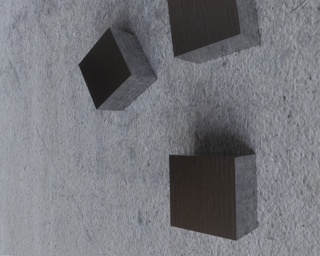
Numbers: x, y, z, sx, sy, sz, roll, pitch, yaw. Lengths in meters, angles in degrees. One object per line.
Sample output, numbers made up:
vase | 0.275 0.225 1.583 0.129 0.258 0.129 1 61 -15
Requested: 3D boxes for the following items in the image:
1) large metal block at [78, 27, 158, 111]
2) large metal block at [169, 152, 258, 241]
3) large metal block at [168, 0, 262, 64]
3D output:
large metal block | -0.062 -0.080 0.440 0.080 0.050 0.080 -38 67 33
large metal block | 0.058 0.069 0.341 0.080 0.050 0.080 -2 89 40
large metal block | 0.058 -0.123 0.341 0.080 0.050 0.080 -10 84 39
